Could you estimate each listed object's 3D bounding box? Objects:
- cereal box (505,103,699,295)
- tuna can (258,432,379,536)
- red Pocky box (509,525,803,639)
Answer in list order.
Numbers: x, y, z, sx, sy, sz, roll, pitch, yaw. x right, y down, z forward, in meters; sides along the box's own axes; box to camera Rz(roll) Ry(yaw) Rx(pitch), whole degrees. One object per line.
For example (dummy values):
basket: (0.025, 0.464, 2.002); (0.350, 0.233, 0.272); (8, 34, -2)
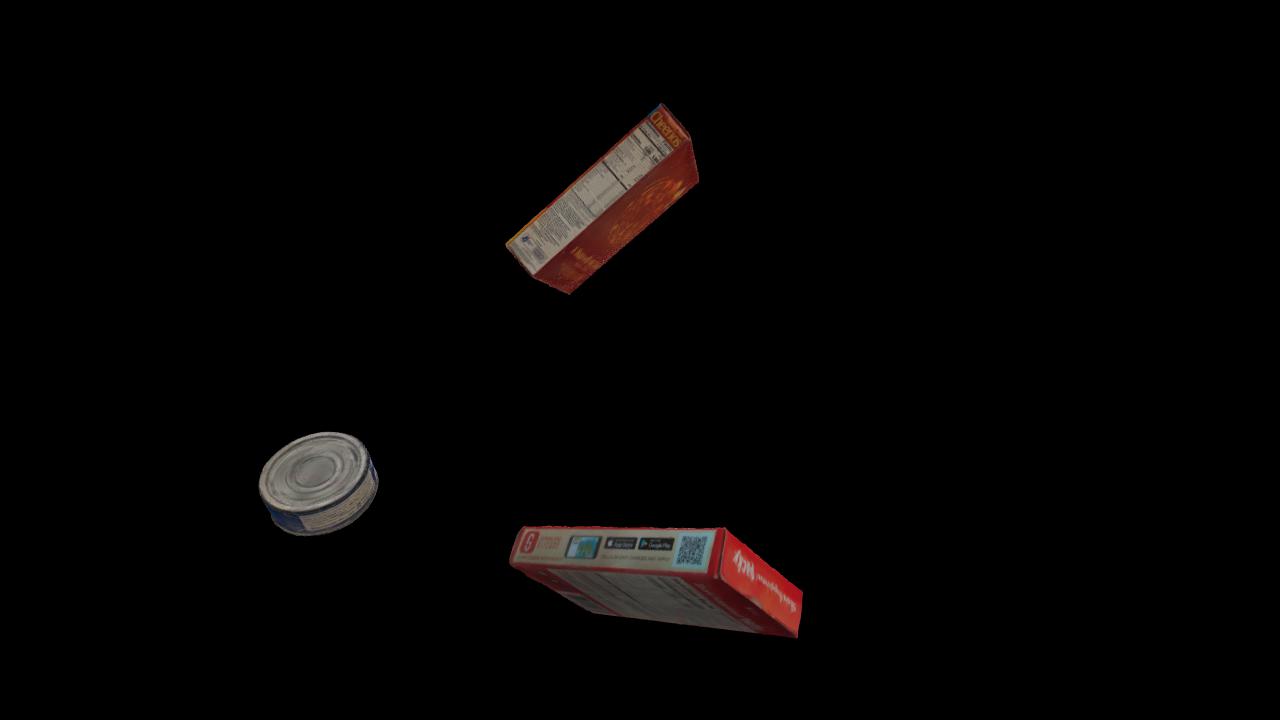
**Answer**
cereal box: (-0.047, -0.238, 0.971); (0.306, 0.081, 0.203); (-41, -6, 7)
tuna can: (-0.263, 0.099, 0.505); (0.084, 0.034, 0.084); (2, 42, -2)
red Pocky box: (0.005, 0.123, 0.349); (0.155, 0.028, 0.083); (-12, -46, 39)
